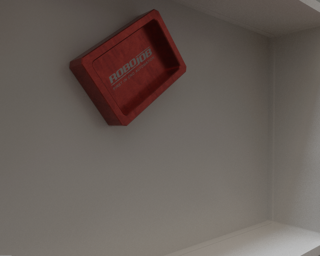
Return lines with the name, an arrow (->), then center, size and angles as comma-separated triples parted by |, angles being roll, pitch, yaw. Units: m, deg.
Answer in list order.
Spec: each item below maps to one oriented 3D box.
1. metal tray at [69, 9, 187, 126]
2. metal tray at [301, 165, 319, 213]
metal tray -> -0.032, -0.074, 0.377 | 0.131, 0.030, 0.090 | -45, 118, -31
metal tray -> 0.381, 0.137, 0.731 | 0.131, 0.030, 0.089 | -9, 96, -40
